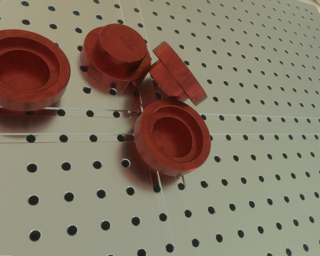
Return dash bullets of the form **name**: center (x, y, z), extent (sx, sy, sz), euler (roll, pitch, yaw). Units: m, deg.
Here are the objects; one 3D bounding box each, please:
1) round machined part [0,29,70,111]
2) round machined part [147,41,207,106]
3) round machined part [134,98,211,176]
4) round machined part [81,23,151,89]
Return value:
- **round machined part**: center (-0.156, -0.060, 0.351), extent (0.099, 0.042, 0.098), euler (14, 56, -21)
- **round machined part**: center (0.019, -0.068, 0.429), extent (0.098, 0.042, 0.098), euler (51, 7, -8)
- **round machined part**: center (0.012, 0.015, 0.394), extent (0.099, 0.042, 0.098), euler (13, 59, -22)
- **round machined part**: center (-0.057, -0.106, 0.433), extent (0.099, 0.042, 0.098), euler (14, 56, -21)
